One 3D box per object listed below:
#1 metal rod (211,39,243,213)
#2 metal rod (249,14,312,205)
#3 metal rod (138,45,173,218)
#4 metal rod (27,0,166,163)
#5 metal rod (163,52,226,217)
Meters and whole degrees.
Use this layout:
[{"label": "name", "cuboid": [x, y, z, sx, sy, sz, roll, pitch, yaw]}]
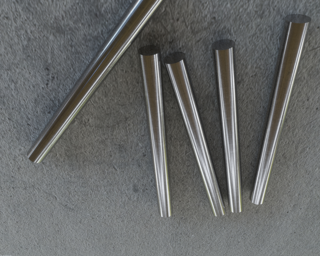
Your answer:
[{"label": "metal rod", "cuboid": [0.098, 0.022, 0.427, 0.025, 0.025, 0.298, -9, 130, 7]}, {"label": "metal rod", "cuboid": [0.150, 0.002, 0.411, 0.025, 0.025, 0.298, -3, 130, 2]}, {"label": "metal rod", "cuboid": [-0.001, 0.029, 0.431, 0.025, 0.025, 0.298, -3, 130, 2]}, {"label": "metal rod", "cuboid": [-0.084, -0.052, 0.361, 0.025, 0.025, 0.299, 30, 124, -24]}, {"label": "metal rod", "cuboid": [0.058, 0.031, 0.434, 0.025, 0.025, 0.299, -13, 129, 10]}]
